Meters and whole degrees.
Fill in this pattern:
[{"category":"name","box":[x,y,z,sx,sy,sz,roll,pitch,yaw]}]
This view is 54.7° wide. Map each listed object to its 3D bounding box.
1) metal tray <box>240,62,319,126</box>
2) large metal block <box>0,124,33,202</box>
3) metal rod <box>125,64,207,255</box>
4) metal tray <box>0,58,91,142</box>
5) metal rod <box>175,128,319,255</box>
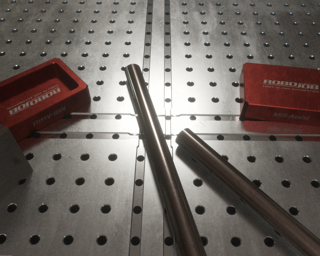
[{"category":"metal tray","box":[0.185,-0.050,0.449,0.131,0.030,0.090,7,50,5]},{"category":"large metal block","box":[-0.197,0.043,0.334,0.050,0.080,0.080,25,54,19]},{"category":"metal rod","box":[-0.004,0.021,0.389,0.025,0.025,0.300,-11,51,-10]},{"category":"metal tray","box":[-0.177,-0.042,0.437,0.131,0.030,0.090,-33,58,-25]},{"category":"metal rod","box":[0.126,0.098,0.326,0.025,0.025,0.300,-33,58,-25]}]
